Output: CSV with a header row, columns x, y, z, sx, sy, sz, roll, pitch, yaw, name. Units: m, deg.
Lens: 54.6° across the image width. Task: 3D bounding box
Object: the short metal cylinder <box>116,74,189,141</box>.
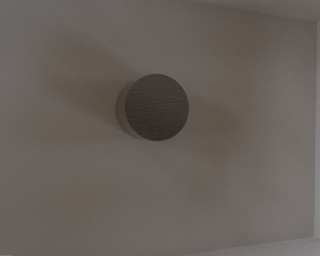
x,y,z,sx,sy,sz,roll,pitch,yaw,name
-0.011,-0.024,0.391,0.081,0.050,0.080,0,90,-20,short metal cylinder
